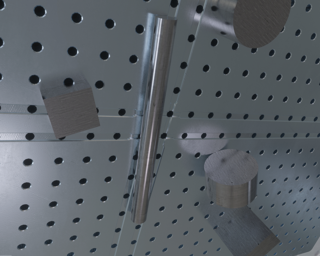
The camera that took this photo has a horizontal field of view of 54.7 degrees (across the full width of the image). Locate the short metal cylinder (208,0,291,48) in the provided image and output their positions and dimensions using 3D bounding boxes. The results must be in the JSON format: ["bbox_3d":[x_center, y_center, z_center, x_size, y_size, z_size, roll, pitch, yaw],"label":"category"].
[{"bbox_3d":[0.105,-0.141,0.366,0.081,0.050,0.079,-14,124,-21],"label":"short metal cylinder"}]

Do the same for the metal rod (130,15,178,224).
[{"bbox_3d":[-0.013,0.009,0.409,0.025,0.025,0.298,-6,121,-26],"label":"metal rod"}]

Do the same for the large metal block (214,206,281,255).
[{"bbox_3d":[0.166,0.206,0.594,0.080,0.080,0.050,-43,130,1],"label":"large metal block"}]

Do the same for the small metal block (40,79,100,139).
[{"bbox_3d":[-0.099,-0.022,0.344,0.050,0.025,0.050,-18,126,-18],"label":"small metal block"}]

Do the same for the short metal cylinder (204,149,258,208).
[{"bbox_3d":[0.111,0.078,0.485,0.081,0.080,0.050,-21,127,-16],"label":"short metal cylinder"}]
